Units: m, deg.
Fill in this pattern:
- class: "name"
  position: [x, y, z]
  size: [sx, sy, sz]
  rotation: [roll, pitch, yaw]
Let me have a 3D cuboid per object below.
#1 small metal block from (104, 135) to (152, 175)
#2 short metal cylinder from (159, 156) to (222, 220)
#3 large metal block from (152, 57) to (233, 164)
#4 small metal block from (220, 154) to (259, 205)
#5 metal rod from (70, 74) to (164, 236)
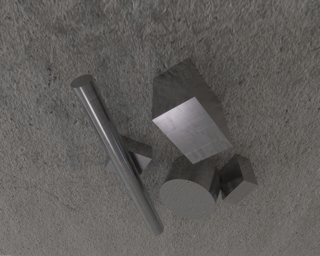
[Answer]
- class: "small metal block"
  position: [-0.045, 0.043, 0.443]
  size: [0.050, 0.025, 0.050]
  rotation: [22, 127, -18]
- class: "short metal cylinder"
  position: [0.045, 0.087, 0.449]
  size: [0.080, 0.050, 0.079]
  rotation: [12, 128, 15]
- class: "large metal block"
  position: [0.035, -0.020, 0.355]
  size: [0.050, 0.080, 0.080]
  rotation: [-28, 125, 22]
- class: "small metal block"
  position: [0.113, 0.076, 0.456]
  size: [0.025, 0.050, 0.050]
  rotation: [21, 127, -19]
- class: "metal rod"
  position: [-0.044, 0.059, 0.424]
  size: [0.025, 0.025, 0.299]
  rotation: [-12, 130, 10]
